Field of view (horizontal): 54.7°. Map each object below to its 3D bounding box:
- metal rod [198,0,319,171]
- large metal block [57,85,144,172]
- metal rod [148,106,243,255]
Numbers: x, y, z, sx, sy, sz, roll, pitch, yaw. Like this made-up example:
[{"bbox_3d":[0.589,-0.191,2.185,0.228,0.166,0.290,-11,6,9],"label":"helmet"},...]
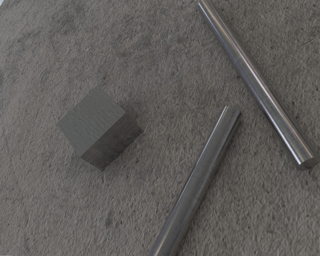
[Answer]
[{"bbox_3d":[0.109,-0.078,0.394,0.025,0.025,0.299,-27,52,11],"label":"metal rod"},{"bbox_3d":[-0.084,-0.001,0.433,0.080,0.050,0.080,-45,51,-3],"label":"large metal block"},{"bbox_3d":[0.016,0.107,0.329,0.025,0.025,0.300,18,71,35],"label":"metal rod"}]
